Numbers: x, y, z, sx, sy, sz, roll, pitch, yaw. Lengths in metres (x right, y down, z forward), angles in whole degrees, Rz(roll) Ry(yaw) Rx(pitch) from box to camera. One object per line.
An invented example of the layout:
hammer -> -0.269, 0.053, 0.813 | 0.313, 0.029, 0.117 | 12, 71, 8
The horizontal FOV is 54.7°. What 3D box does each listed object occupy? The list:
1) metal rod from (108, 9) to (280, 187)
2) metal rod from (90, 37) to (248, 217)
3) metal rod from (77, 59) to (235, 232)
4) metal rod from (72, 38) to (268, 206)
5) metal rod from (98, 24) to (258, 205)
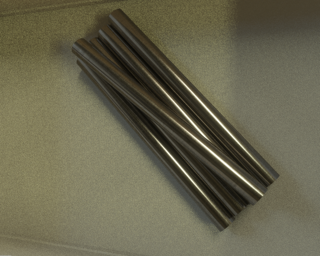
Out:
metal rod -> 0.034, -0.046, 0.397 | 0.025, 0.025, 0.300 | -45, 76, 14
metal rod -> 0.001, -0.011, 0.409 | 0.025, 0.025, 0.300 | -45, 76, 14
metal rod -> -0.013, 0.009, 0.414 | 0.025, 0.025, 0.300 | -45, 76, 14
metal rod -> 0.000, -0.017, 0.382 | 0.300, 0.025, 0.025 | 40, 103, 15
metal rod -> 0.019, -0.026, 0.402 | 0.025, 0.025, 0.300 | -45, 76, 14
